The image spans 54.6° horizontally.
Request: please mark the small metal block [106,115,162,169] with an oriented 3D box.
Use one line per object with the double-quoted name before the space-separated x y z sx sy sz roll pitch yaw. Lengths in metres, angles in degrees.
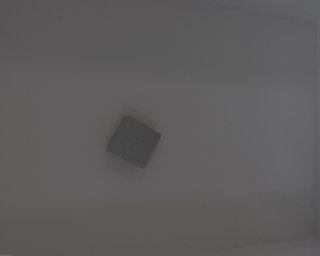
"small metal block" -0.034 0.018 0.398 0.050 0.025 0.050 31 80 -18
